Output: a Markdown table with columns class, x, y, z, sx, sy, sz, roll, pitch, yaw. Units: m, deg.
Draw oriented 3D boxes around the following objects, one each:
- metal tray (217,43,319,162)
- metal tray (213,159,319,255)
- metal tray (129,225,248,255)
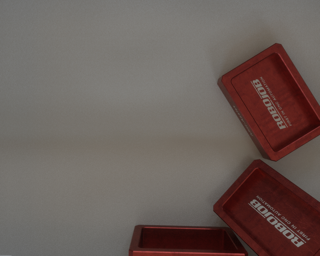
| class | x | y | z | sx | sy | sz | roll | pitch | yaw |
| --- | --- | --- | --- | --- | --- | --- | --- | --- | --- |
| metal tray | 0.148 | -0.033 | 0.409 | 0.090 | 0.030 | 0.130 | -32 | 90 | 0 |
| metal tray | 0.139 | 0.109 | 0.369 | 0.090 | 0.030 | 0.130 | -48 | 47 | -1 |
| metal tray | 0.031 | 0.149 | 0.379 | 0.131 | 0.090 | 0.030 | 2 | 90 | 0 |
